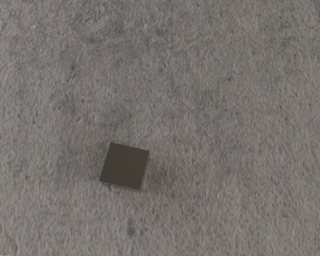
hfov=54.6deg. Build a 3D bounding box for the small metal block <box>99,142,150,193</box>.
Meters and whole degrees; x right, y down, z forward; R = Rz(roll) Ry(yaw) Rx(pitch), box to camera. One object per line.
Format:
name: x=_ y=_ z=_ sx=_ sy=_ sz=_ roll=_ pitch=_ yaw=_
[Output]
small metal block: x=-0.043 y=0.050 z=0.390 sx=0.050 sy=0.025 sz=0.050 roll=12 pitch=70 yaw=4
